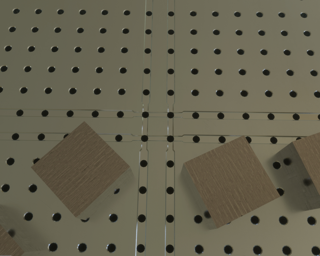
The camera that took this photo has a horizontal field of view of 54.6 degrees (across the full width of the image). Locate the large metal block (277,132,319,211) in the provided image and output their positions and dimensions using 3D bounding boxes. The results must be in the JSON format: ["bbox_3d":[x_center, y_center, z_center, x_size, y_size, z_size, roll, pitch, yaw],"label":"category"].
[{"bbox_3d":[0.208,0.048,0.382,0.080,0.050,0.080,-18,71,-6],"label":"large metal block"}]

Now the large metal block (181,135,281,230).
[{"bbox_3d":[0.081,0.067,0.375,0.080,0.050,0.080,-24,72,-8],"label":"large metal block"}]

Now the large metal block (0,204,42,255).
[{"bbox_3d":[-0.198,0.140,0.346,0.080,0.050,0.080,41,75,13],"label":"large metal block"}]

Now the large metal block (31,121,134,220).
[{"bbox_3d":[-0.091,0.053,0.379,0.080,0.050,0.080,43,75,14],"label":"large metal block"}]
